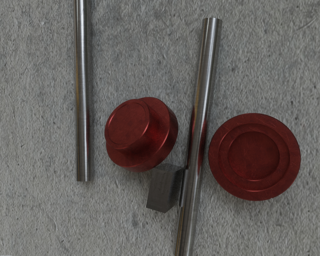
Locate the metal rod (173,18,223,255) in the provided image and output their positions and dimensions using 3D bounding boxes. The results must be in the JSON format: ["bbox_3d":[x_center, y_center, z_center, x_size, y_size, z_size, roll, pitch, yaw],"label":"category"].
[{"bbox_3d":[0.047,0.015,0.392,0.025,0.025,0.298,8,93,20],"label":"metal rod"}]

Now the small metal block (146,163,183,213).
[{"bbox_3d":[0.008,0.074,0.393,0.025,0.050,0.050,12,94,19],"label":"small metal block"}]

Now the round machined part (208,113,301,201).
[{"bbox_3d":[0.109,0.032,0.361,0.098,0.042,0.097,0,90,20],"label":"round machined part"}]

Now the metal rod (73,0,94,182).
[{"bbox_3d":[-0.111,-0.074,0.447,0.025,0.025,0.298,-1,90,20],"label":"metal rod"}]

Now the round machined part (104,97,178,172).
[{"bbox_3d":[-0.030,0.003,0.388,0.098,0.042,0.098,-17,56,26],"label":"round machined part"}]
